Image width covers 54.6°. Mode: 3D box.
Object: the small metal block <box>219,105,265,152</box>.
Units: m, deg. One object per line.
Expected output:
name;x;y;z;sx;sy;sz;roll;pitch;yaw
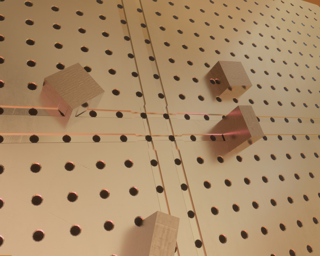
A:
small metal block;0.118;0.001;0.454;0.025;0.050;0.050;-2;63;-29

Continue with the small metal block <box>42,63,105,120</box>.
small metal block;-0.105;-0.045;0.379;0.050;0.025;0.050;47;51;5

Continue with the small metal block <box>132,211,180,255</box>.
small metal block;-0.006;0.118;0.316;0.025;0.050;0.050;23;53;-14

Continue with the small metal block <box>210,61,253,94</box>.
small metal block;0.121;-0.085;0.524;0.050;0.025;0.050;-5;64;-30
